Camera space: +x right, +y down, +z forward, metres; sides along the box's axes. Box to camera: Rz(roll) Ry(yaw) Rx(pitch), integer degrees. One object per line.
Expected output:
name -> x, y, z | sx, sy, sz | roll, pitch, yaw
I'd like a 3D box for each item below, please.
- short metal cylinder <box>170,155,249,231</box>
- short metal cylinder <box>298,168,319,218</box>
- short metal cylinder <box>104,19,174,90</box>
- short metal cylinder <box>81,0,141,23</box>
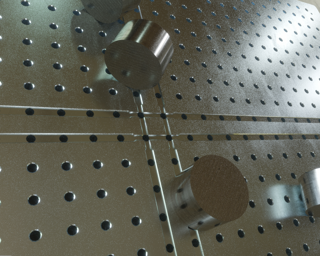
short metal cylinder -> 0.060, 0.079, 0.378 | 0.081, 0.050, 0.080 | 14, 56, -21
short metal cylinder -> 0.251, 0.095, 0.453 | 0.081, 0.080, 0.050 | 15, 56, -20
short metal cylinder -> -0.027, -0.098, 0.420 | 0.080, 0.080, 0.050 | 31, 52, -9
short metal cylinder -> -0.074, -0.204, 0.459 | 0.080, 0.080, 0.050 | 41, 51, -1
